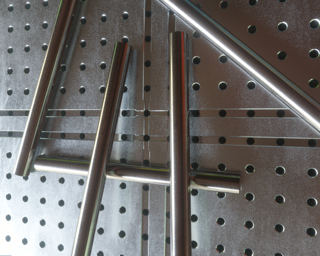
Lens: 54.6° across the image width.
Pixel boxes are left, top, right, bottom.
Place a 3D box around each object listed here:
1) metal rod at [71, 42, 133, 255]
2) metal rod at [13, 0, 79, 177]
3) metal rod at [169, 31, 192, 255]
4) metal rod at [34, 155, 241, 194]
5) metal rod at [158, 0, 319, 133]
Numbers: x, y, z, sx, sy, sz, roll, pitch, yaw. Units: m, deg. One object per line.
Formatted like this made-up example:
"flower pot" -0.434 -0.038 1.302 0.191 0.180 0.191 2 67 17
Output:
"metal rod" -0.078 0.031 0.417 0.025 0.025 0.299 9 84 20
"metal rod" -0.173 -0.069 0.474 0.025 0.025 0.298 20 97 19
"metal rod" 0.024 0.027 0.382 0.025 0.025 0.299 -3 81 20
"metal rod" -0.044 0.061 0.428 0.301 0.025 0.025 3 91 20
"metal rod" 0.087 -0.101 0.382 0.300 0.025 0.025 44 104 14
